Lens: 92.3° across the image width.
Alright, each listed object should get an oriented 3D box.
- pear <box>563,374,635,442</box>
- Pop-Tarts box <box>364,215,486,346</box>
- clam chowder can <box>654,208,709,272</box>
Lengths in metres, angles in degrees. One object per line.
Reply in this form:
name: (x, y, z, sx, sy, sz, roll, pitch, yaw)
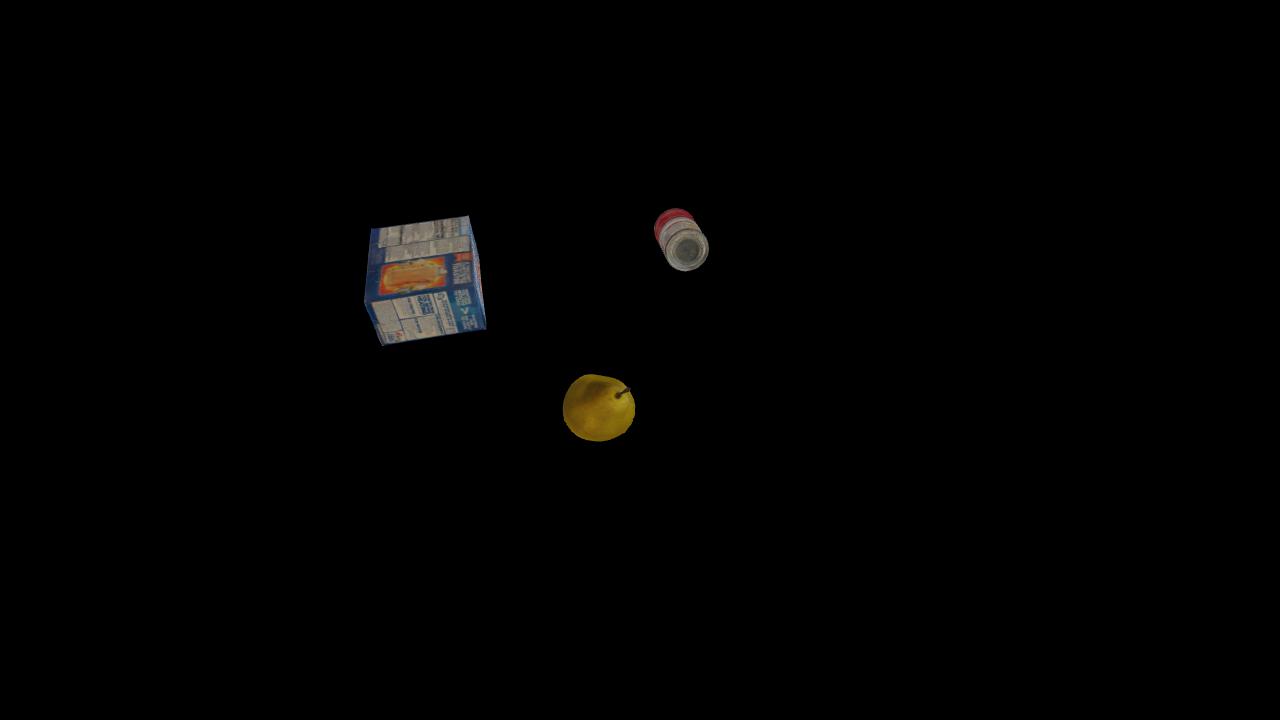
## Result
pear: (-0.040, 0.047, 0.650, 0.080, 0.080, 0.111, 0, -14, -11)
Pop-Tarts box: (-0.297, -0.114, 0.860, 0.141, 0.167, 0.083, -11, -42, -9)
clam chowder can: (0.062, -0.184, 0.938, 0.068, 0.068, 0.102, 0, 30, -9)
